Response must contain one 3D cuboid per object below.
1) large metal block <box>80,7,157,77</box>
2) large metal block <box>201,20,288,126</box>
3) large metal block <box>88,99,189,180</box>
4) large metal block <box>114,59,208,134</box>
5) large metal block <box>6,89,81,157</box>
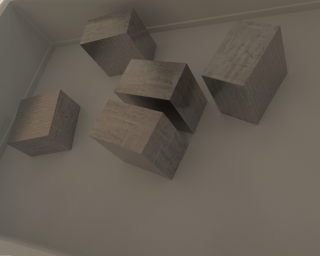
[{"bbox_3d":[-0.062,-0.129,0.480,0.080,0.080,0.050,-6,59,25],"label":"large metal block"},{"bbox_3d":[0.100,-0.062,0.355,0.050,0.080,0.080,24,75,36],"label":"large metal block"},{"bbox_3d":[-0.023,0.014,0.373,0.080,0.080,0.050,16,70,34],"label":"large metal block"},{"bbox_3d":[0.004,-0.040,0.392,0.080,0.080,0.050,12,68,33],"label":"large metal block"},{"bbox_3d":[-0.180,-0.006,0.485,0.080,0.050,0.080,-10,57,22],"label":"large metal block"}]
